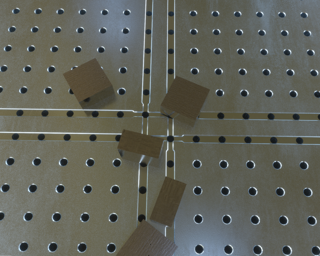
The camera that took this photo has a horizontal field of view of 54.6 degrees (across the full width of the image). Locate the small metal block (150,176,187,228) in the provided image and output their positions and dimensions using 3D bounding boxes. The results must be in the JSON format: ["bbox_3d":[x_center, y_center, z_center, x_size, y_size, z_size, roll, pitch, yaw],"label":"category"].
[{"bbox_3d":[0.009,0.089,0.366,0.025,0.050,0.050,20,71,7],"label":"small metal block"}]

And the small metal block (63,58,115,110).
[{"bbox_3d":[-0.099,-0.062,0.434,0.050,0.025,0.050,-29,73,-10],"label":"small metal block"}]

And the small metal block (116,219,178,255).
[{"bbox_3d":[-0.014,0.143,0.360,0.050,0.025,0.050,36,74,12],"label":"small metal block"}]

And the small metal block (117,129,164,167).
[{"bbox_3d":[-0.023,0.027,0.389,0.050,0.050,0.025,13,71,5],"label":"small metal block"}]

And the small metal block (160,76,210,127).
[{"bbox_3d":[0.034,-0.037,0.425,0.050,0.025,0.050,24,72,8],"label":"small metal block"}]
